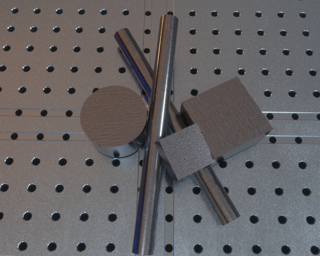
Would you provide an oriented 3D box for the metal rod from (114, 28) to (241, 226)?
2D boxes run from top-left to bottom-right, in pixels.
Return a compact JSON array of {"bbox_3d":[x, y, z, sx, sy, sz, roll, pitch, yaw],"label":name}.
[{"bbox_3d":[0.014,-0.014,0.413,0.025,0.025,0.299,-27,73,-9],"label":"metal rod"}]

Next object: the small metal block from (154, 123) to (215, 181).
[{"bbox_3d":[0.028,0.028,0.364,0.050,0.025,0.050,-24,87,-17],"label":"small metal block"}]

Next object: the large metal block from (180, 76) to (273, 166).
[{"bbox_3d":[0.081,-0.007,0.397,0.080,0.050,0.080,-26,72,-9],"label":"large metal block"}]

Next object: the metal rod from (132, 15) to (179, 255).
[{"bbox_3d":[-0.004,-0.001,0.387,0.025,0.025,0.299,6,78,2],"label":"metal rod"}]

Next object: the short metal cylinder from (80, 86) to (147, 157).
[{"bbox_3d":[-0.056,-0.007,0.397,0.081,0.050,0.080,0,70,-1],"label":"short metal cylinder"}]
